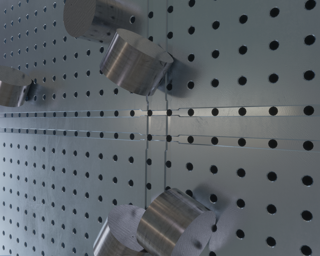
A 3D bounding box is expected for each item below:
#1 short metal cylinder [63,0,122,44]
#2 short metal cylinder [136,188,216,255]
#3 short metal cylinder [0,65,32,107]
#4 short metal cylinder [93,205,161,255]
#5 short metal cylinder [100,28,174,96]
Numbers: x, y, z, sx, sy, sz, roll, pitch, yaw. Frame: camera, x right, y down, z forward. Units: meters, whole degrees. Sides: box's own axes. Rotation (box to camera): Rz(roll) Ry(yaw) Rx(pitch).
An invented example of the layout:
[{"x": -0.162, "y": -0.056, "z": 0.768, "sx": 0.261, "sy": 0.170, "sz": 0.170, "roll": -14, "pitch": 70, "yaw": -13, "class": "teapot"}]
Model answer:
[{"x": -0.105, "y": -0.176, "z": 0.480, "sx": 0.080, "sy": 0.050, "sz": 0.079, "roll": 0, "pitch": 90, "yaw": 40, "class": "short metal cylinder"}, {"x": 0.020, "y": 0.117, "z": 0.357, "sx": 0.050, "sy": 0.081, "sz": 0.079, "roll": 28, "pitch": 108, "yaw": 36, "class": "short metal cylinder"}, {"x": -0.311, "y": -0.085, "z": 0.630, "sx": 0.080, "sy": 0.081, "sz": 0.050, "roll": 44, "pitch": 116, "yaw": 31, "class": "short metal cylinder"}, {"x": -0.040, "y": 0.148, "z": 0.407, "sx": 0.080, "sy": 0.081, "sz": 0.050, "roll": 41, "pitch": 115, "yaw": 32, "class": "short metal cylinder"}, {"x": -0.030, "y": -0.085, "z": 0.398, "sx": 0.080, "sy": 0.081, "sz": 0.050, "roll": 47, "pitch": 118, "yaw": 30, "class": "short metal cylinder"}]
